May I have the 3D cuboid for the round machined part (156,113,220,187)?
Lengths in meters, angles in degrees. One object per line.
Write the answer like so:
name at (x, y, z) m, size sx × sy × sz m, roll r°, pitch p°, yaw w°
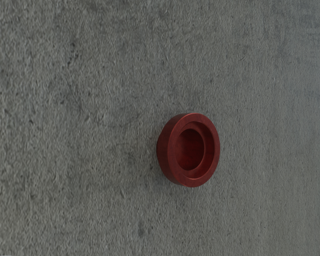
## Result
round machined part at (0.034, 0.029, 0.421) m, size 0.099 × 0.042 × 0.097 m, roll 0°, pitch 90°, yaw -40°
